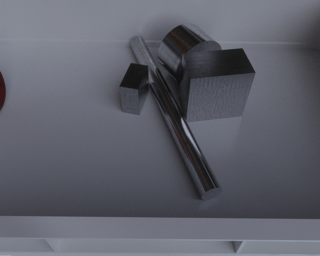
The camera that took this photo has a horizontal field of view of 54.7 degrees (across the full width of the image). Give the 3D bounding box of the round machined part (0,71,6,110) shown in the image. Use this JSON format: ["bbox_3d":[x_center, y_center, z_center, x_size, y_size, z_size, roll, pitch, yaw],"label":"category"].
[{"bbox_3d":[-0.258,-0.054,0.404,0.042,0.098,0.098,-7,47,21],"label":"round machined part"}]

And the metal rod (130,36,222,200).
[{"bbox_3d":[0.010,-0.036,0.435,0.025,0.025,0.299,-14,52,-12],"label":"metal rod"}]

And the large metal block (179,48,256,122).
[{"bbox_3d":[0.072,-0.056,0.418,0.081,0.080,0.050,-6,51,-6],"label":"large metal block"}]

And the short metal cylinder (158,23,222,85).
[{"bbox_3d":[0.044,-0.106,0.459,0.081,0.080,0.050,-24,55,-19],"label":"short metal cylinder"}]

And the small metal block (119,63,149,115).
[{"bbox_3d":[-0.035,-0.054,0.434,0.025,0.050,0.050,11,51,9],"label":"small metal block"}]
